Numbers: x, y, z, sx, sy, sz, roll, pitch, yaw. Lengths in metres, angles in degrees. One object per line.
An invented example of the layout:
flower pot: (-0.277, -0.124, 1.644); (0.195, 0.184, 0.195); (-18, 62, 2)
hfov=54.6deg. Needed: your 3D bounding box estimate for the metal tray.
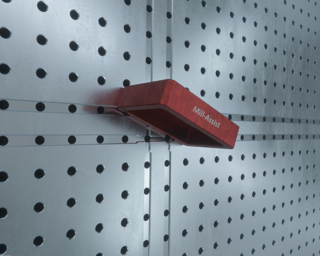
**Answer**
metal tray: (0.025, -0.012, 0.386); (0.131, 0.090, 0.030); (29, 72, -36)
